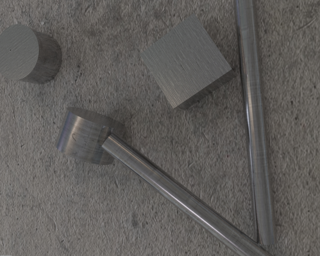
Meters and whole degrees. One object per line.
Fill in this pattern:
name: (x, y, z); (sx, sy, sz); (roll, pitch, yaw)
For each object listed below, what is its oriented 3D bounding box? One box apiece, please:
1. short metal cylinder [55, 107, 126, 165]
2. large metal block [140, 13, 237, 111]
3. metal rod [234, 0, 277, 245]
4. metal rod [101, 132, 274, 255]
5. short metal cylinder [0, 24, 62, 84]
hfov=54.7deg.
short metal cylinder: (-0.091, 0.009, 0.412); (0.080, 0.080, 0.050); (23, 98, 18)
large metal block: (0.036, -0.077, 0.383); (0.080, 0.050, 0.080); (-34, 79, 17)
metal rod: (0.113, -0.016, 0.369); (0.025, 0.025, 0.298); (-5, 88, 20)
metal rod: (0.057, 0.106, 0.360); (0.300, 0.025, 0.025); (37, 102, 5)
short metal cylinder: (-0.197, -0.108, 0.465); (0.080, 0.050, 0.080); (0, 90, 20)
